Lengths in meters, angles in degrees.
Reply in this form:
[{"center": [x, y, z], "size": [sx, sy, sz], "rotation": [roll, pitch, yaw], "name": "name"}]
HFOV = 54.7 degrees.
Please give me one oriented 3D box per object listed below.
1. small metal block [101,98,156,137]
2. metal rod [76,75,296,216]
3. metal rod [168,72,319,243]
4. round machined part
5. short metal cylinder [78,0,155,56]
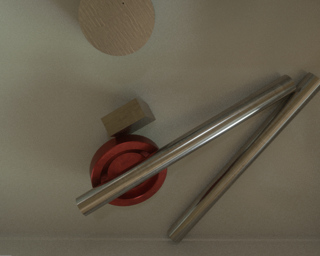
[{"center": [-0.038, -0.011, 0.390], "size": [0.050, 0.050, 0.025], "rotation": [-29, 81, 10], "name": "small metal block"}, {"center": [0.035, 0.019, 0.384], "size": [0.301, 0.025, 0.025], "rotation": [-30, 108, -4], "name": "metal rod"}, {"center": [0.110, 0.051, 0.431], "size": [0.025, 0.025, 0.299], "rotation": [34, 106, -12], "name": "metal rod"}, {"center": [-0.043, 0.052, 0.411], "size": [0.099, 0.042, 0.097], "rotation": [-8, 117, -16], "name": "round machined part"}, {"center": [-0.046, -0.125, 0.351], "size": [0.081, 0.050, 0.079], "rotation": [0, 110, -1], "name": "short metal cylinder"}]
